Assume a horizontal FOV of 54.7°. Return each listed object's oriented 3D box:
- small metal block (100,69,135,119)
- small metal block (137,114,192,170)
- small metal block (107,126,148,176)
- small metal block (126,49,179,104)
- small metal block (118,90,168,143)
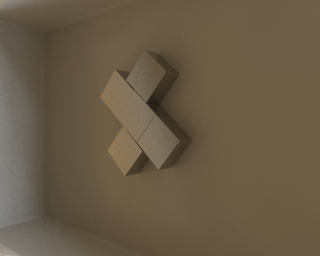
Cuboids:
[{"bbox_3d":[-0.054,-0.048,0.449,0.050,0.025,0.050,49,119,29],"label":"small metal block"},{"bbox_3d":[0.004,0.018,0.400,0.050,0.025,0.050,49,119,29],"label":"small metal block"},{"bbox_3d":[-0.042,0.032,0.439,0.050,0.025,0.050,50,120,28],"label":"small metal block"},{"bbox_3d":[-0.011,-0.068,0.413,0.050,0.025,0.050,49,118,28],"label":"small metal block"},{"bbox_3d":[-0.025,-0.016,0.424,0.050,0.025,0.050,49,119,29],"label":"small metal block"}]
